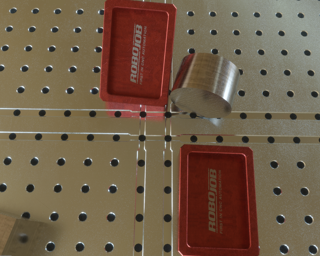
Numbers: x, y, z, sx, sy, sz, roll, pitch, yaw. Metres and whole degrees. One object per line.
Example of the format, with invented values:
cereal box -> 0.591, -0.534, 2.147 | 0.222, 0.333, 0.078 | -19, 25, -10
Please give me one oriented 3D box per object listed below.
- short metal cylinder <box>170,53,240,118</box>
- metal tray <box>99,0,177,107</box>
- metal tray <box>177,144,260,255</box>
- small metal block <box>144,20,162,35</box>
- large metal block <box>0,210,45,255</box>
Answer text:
short metal cylinder -> 0.059, -0.053, 0.403 | 0.080, 0.080, 0.050 | 16, 71, 5
metal tray -> -0.029, -0.097, 0.410 | 0.091, 0.030, 0.129 | 6, 101, 1
metal tray -> 0.068, 0.087, 0.377 | 0.091, 0.030, 0.130 | 2, 70, 0
small metal block -> -0.016, -0.147, 0.449 | 0.025, 0.050, 0.050 | -46, 76, 8
large metal block -> -0.187, 0.116, 0.338 | 0.080, 0.080, 0.050 | 14, 71, 5
